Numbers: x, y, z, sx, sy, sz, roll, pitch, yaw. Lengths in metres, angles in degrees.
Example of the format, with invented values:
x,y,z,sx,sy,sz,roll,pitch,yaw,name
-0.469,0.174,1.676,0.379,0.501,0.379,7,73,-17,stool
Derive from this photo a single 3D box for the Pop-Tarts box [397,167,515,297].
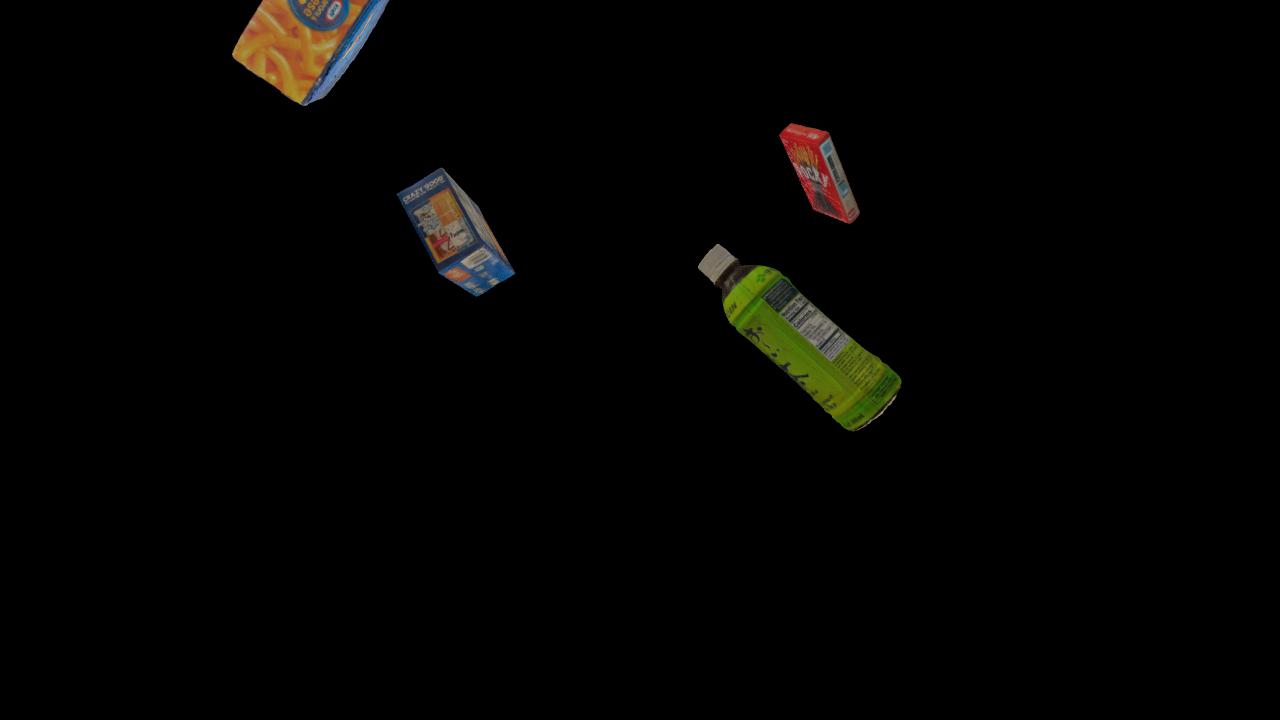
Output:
x,y,z,sx,sy,sz,roll,pitch,yaw,name
-0.283,-0.194,0.969,0.083,0.141,0.167,-29,-7,0,Pop-Tarts box

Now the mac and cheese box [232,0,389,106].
x,y,z,sx,sy,sz,roll,pitch,yaw,name
-0.182,-0.199,0.360,0.041,0.093,0.184,35,4,-32,mac and cheese box

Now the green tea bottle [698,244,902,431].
x,y,z,sx,sy,sz,roll,pitch,yaw,name
0.142,-0.029,0.574,0.073,0.212,0.073,-44,-6,-6,green tea bottle

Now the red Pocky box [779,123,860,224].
x,y,z,sx,sy,sz,roll,pitch,yaw,name
0.264,-0.271,0.901,0.155,0.028,0.083,48,-2,-40,red Pocky box
